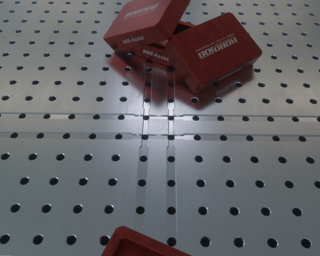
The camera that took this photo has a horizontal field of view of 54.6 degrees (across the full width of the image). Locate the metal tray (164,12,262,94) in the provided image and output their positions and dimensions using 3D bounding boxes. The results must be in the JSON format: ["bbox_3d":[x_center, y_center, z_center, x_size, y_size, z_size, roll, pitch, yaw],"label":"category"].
[{"bbox_3d":[0.084,-0.120,0.485,0.131,0.030,0.090,-29,78,-22],"label":"metal tray"}]

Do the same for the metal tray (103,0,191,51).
[{"bbox_3d":[-0.024,-0.174,0.497,0.130,0.030,0.090,3,58,43],"label":"metal tray"}]

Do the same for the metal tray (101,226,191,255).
[{"bbox_3d":[0.000,0.155,0.274,0.130,0.030,0.090,19,52,15],"label":"metal tray"}]

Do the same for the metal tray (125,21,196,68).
[{"bbox_3d":[0.015,-0.149,0.529,0.130,0.030,0.090,23,54,18],"label":"metal tray"}]
